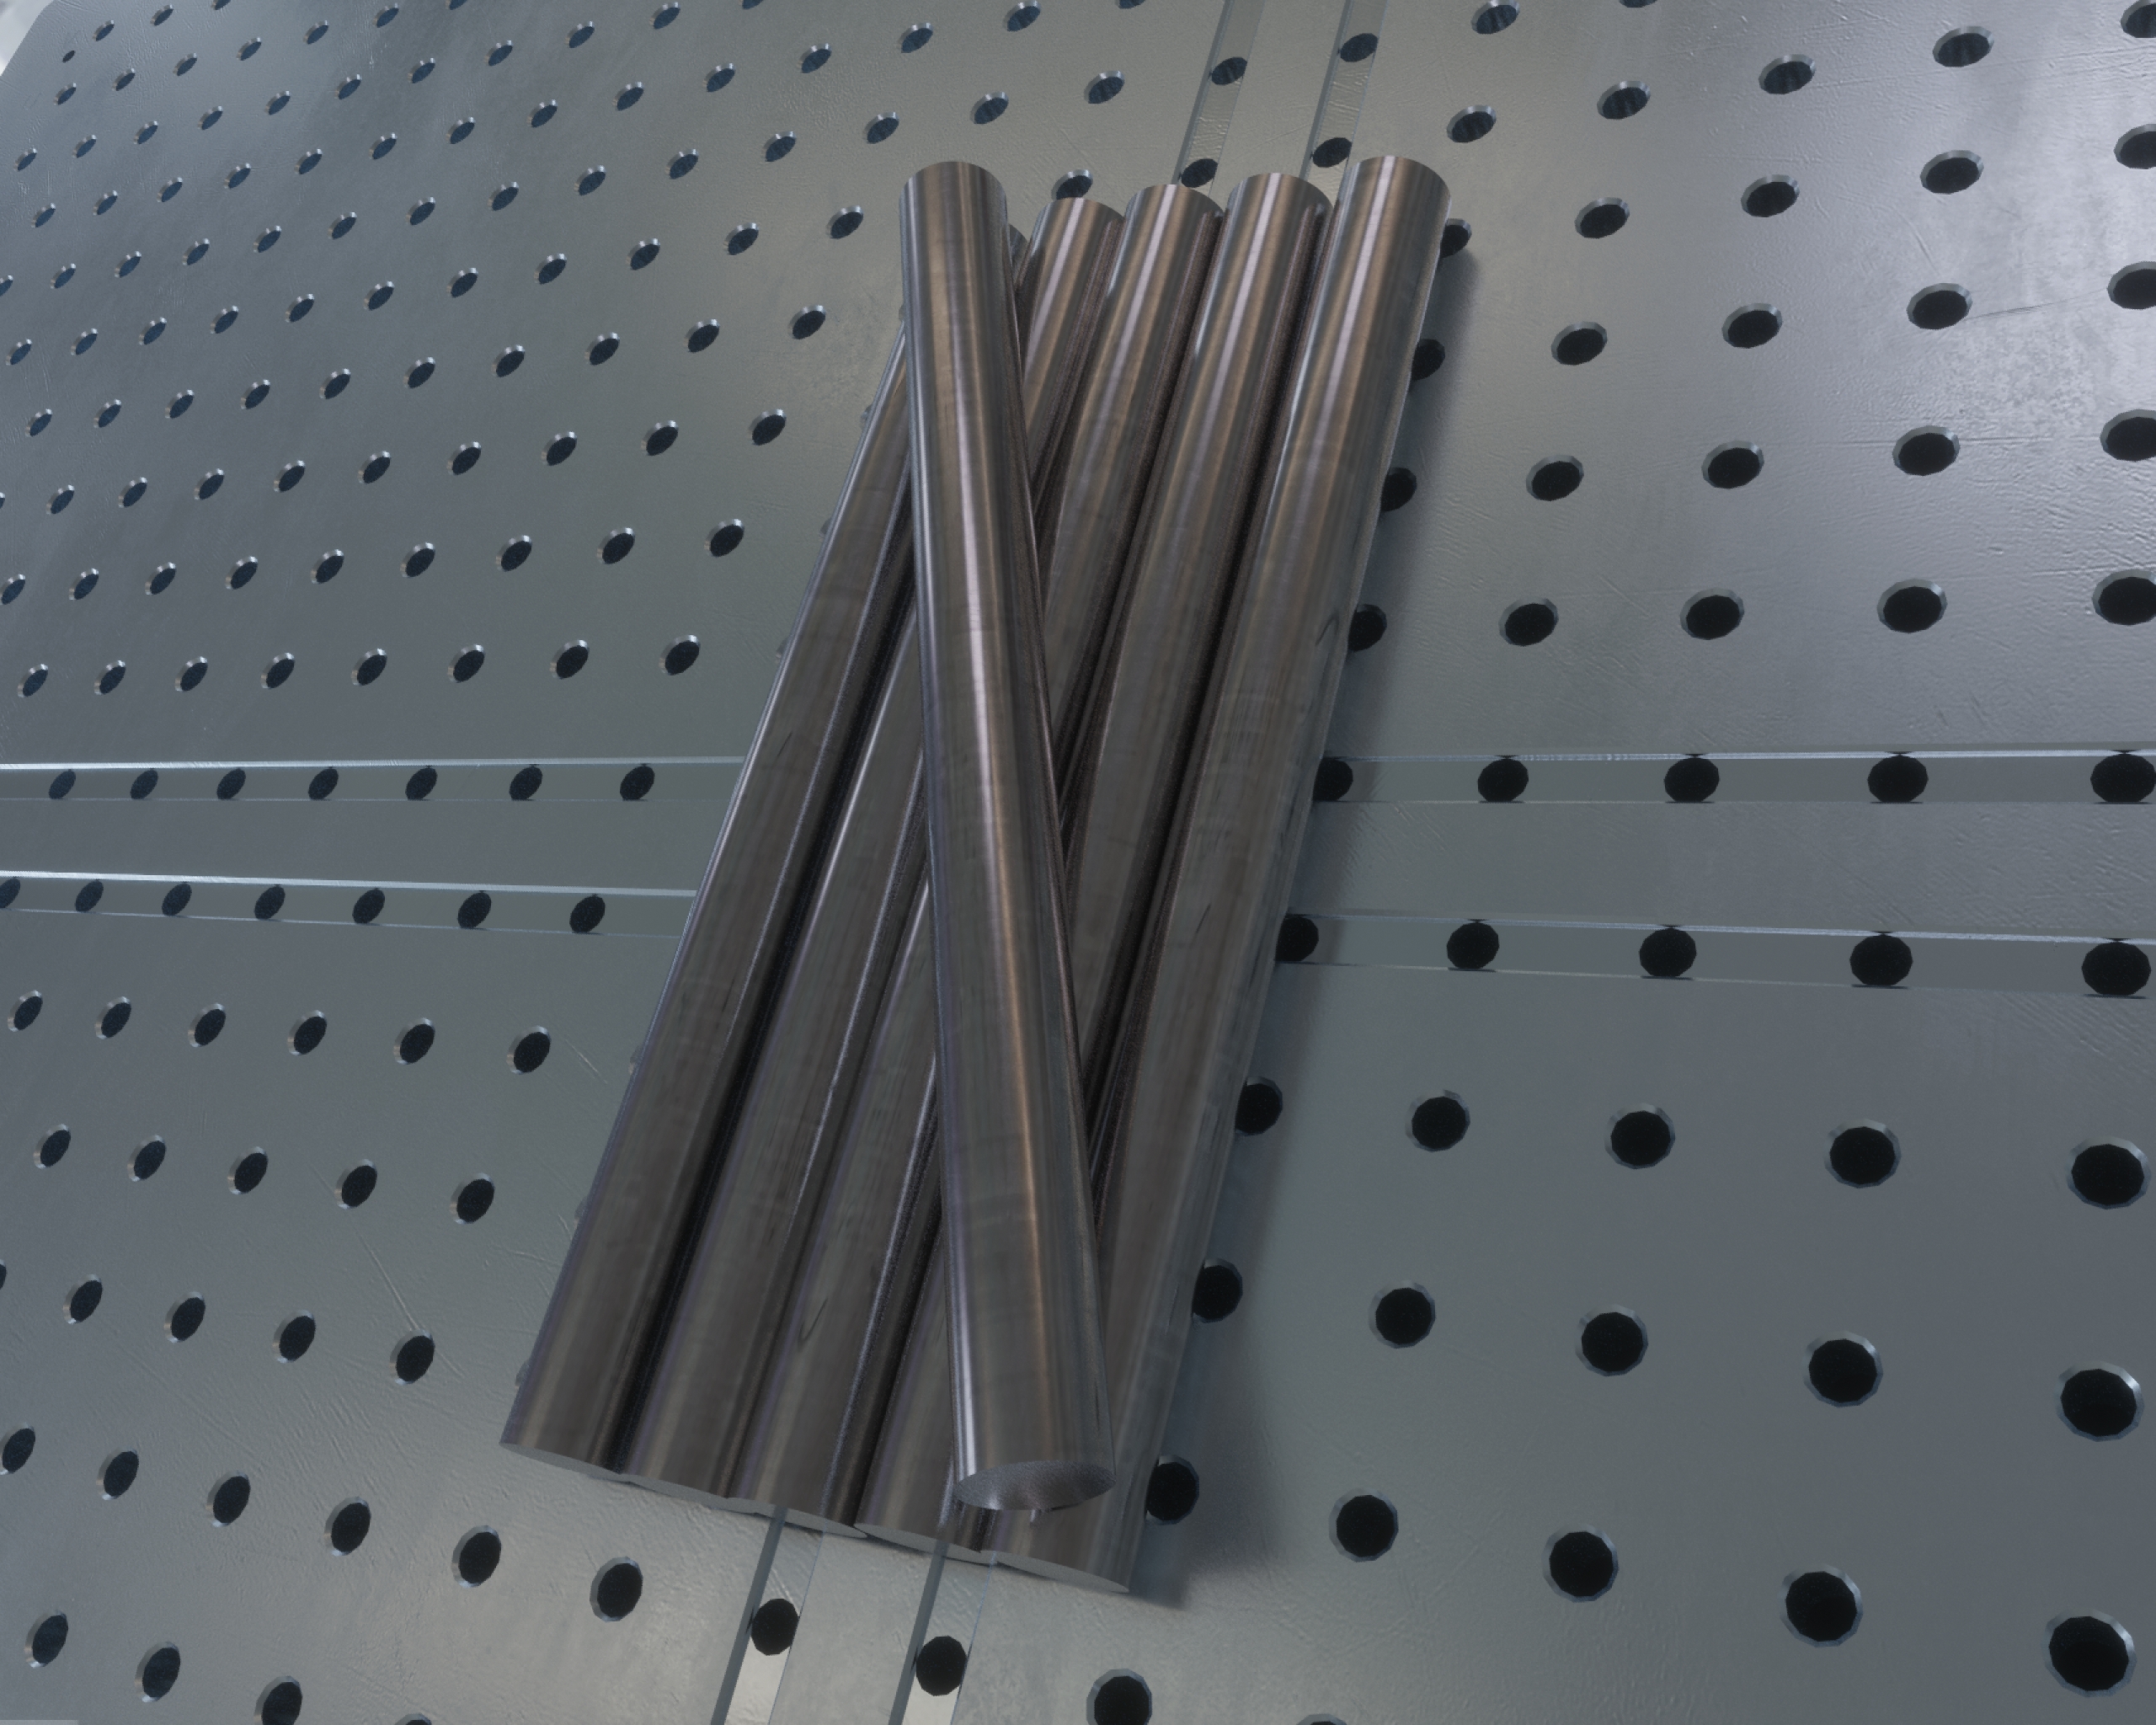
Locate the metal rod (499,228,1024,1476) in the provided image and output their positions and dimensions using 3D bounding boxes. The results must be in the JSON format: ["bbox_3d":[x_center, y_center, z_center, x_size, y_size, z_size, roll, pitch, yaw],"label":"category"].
[{"bbox_3d":[-0.060,-0.020,0.451,0.025,0.025,0.300,1,62,29],"label":"metal rod"}]

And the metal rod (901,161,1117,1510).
[{"bbox_3d":[-0.018,-0.029,0.404,0.025,0.025,0.300,-18,55,18],"label":"metal rod"}]

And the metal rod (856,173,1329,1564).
[{"bbox_3d":[0.010,-0.016,0.415,0.025,0.025,0.300,1,62,29],"label":"metal rod"}]

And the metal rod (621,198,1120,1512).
[{"bbox_3d":[-0.034,-0.018,0.437,0.025,0.025,0.300,1,62,29],"label":"metal rod"}]

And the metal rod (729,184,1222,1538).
[{"bbox_3d":[-0.013,-0.017,0.425,0.025,0.025,0.300,1,62,29],"label":"metal rod"}]

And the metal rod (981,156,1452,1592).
[{"bbox_3d":[0.033,-0.016,0.402,0.025,0.025,0.300,1,62,29],"label":"metal rod"}]
